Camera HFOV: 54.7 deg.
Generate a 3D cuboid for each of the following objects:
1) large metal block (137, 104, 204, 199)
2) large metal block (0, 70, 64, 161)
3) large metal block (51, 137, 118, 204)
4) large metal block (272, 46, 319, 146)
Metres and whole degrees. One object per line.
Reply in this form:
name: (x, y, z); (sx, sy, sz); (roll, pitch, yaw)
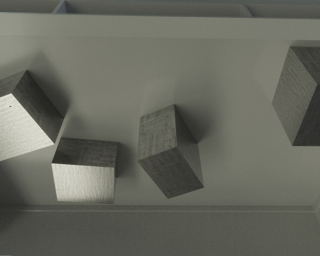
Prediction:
large metal block: (0.014, 0.030, 0.399); (0.050, 0.080, 0.080); (-21, 127, 17)
large metal block: (-0.180, -0.013, 0.379); (0.080, 0.050, 0.080); (-17, 129, 13)
large metal block: (-0.104, 0.063, 0.444); (0.081, 0.050, 0.079); (5, 130, -5)
large metal block: (0.171, -0.036, 0.345); (0.050, 0.080, 0.079); (1, 130, -1)
